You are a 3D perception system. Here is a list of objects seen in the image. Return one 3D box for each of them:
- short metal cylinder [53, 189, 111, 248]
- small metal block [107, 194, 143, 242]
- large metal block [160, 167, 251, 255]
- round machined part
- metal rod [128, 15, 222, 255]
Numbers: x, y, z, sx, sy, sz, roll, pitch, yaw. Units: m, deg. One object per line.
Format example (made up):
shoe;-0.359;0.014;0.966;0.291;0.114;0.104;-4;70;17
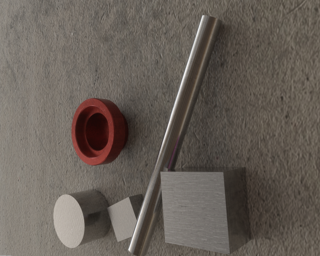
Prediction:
short metal cylinder;-0.123;0.140;0.487;0.080;0.050;0.079;0;90;39
small metal block;-0.043;0.127;0.438;0.050;0.025;0.050;-33;70;34
large metal block;0.050;0.086;0.346;0.080;0.050;0.080;-6;86;39
round machined part;-0.085;0.005;0.462;0.098;0.042;0.097;0;90;39
metal rod;0.015;0.016;0.376;0.025;0.025;0.298;24;100;37
